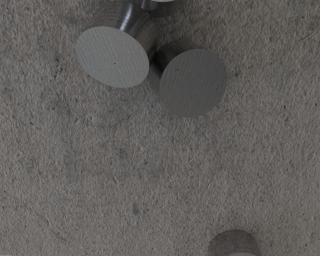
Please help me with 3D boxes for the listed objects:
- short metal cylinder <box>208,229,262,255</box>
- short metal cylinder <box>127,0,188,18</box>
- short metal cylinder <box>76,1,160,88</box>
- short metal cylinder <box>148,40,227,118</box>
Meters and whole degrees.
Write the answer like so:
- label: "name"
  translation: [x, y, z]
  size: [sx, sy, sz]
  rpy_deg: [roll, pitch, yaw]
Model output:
- label: "short metal cylinder"
  translation: [0.116, 0.204, 0.473]
  size: [0.081, 0.050, 0.079]
  rpy_deg: [0, 110, 0]
- label: "short metal cylinder"
  translation: [-0.001, -0.163, 0.324]
  size: [0.081, 0.050, 0.079]
  rpy_deg: [0, 92, -6]
- label: "short metal cylinder"
  translation: [-0.045, -0.091, 0.344]
  size: [0.080, 0.050, 0.080]
  rpy_deg: [9, 141, 8]
- label: "short metal cylinder"
  translation: [0.031, -0.058, 0.363]
  size: [0.081, 0.050, 0.079]
  rpy_deg: [-8, 118, -15]
